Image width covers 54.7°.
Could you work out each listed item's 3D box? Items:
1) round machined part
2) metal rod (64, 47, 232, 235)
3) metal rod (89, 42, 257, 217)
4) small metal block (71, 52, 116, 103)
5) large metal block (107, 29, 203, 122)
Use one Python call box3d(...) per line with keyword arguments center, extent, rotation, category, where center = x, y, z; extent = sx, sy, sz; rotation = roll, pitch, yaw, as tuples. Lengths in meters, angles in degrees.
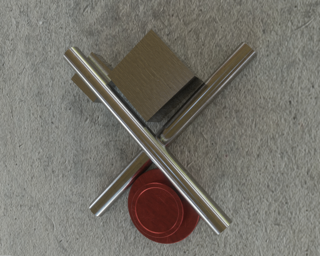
box3d(center=(0.003, 0.101, 0.399), extent=(0.098, 0.042, 0.097), rotation=(0, 90, 19), category="round machined part")
box3d(center=(-0.024, 0.007, 0.391), extent=(0.025, 0.025, 0.300), rotation=(-45, 77, 14), category="metal rod")
box3d(center=(0.009, 0.010, 0.408), extent=(0.025, 0.025, 0.299), rotation=(46, 104, 14), category="metal rod")
box3d(center=(-0.089, -0.071, 0.442), extent=(0.050, 0.025, 0.050), rotation=(45, 103, 14), category="small metal block")
box3d(center=(-0.005, -0.064, 0.399), extent=(0.080, 0.050, 0.080), rotation=(-43, 77, 14), category="large metal block")
